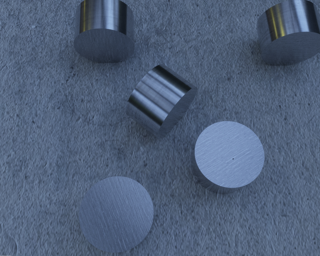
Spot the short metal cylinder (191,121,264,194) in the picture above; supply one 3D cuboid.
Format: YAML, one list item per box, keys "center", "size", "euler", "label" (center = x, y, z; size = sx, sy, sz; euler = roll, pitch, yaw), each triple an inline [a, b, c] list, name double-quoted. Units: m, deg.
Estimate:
- center: [0.080, 0.038, 0.381]
  size: [0.081, 0.050, 0.080]
  euler: [0, 70, 0]
  label: "short metal cylinder"

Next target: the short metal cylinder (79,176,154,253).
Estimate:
- center: [-0.047, 0.100, 0.358]
  size: [0.081, 0.050, 0.080]
  euler: [0, 70, 0]
  label: "short metal cylinder"

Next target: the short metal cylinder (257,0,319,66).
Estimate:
- center: [0.178, -0.129, 0.427]
  size: [0.081, 0.080, 0.050]
  euler: [-2, 70, -1]
  label: "short metal cylinder"

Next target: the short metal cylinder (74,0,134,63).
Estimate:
- center: [-0.076, -0.132, 0.427]
  size: [0.081, 0.080, 0.050]
  euler: [-2, 70, -1]
  label: "short metal cylinder"

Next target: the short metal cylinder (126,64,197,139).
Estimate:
- center: [0.003, -0.033, 0.391]
  size: [0.050, 0.080, 0.080]
  euler: [38, 74, 12]
  label: "short metal cylinder"
